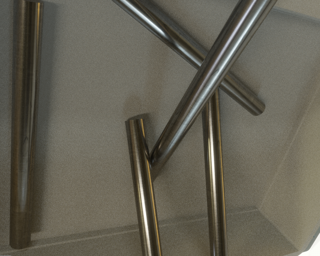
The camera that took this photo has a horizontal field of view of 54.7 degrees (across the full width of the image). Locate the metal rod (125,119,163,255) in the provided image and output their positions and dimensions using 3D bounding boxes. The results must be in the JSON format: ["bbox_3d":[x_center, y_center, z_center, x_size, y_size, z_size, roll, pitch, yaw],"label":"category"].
[{"bbox_3d":[-0.012,0.138,0.390,0.025,0.025,0.298,-7,90,-25],"label":"metal rod"}]

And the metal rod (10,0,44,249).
[{"bbox_3d":[-0.149,0.017,0.338,0.025,0.025,0.298,-1,119,-29],"label":"metal rod"}]

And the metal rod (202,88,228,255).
[{"bbox_3d":[0.077,0.096,0.429,0.025,0.025,0.298,-6,95,-26],"label":"metal rod"}]

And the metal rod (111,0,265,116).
[{"bbox_3d":[0.046,-0.087,0.381,0.301,0.025,0.025,29,102,-38],"label":"metal rod"}]

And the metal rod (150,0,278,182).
[{"bbox_3d":[0.027,-0.013,0.338,0.025,0.025,0.298,-4,145,-27],"label":"metal rod"}]
